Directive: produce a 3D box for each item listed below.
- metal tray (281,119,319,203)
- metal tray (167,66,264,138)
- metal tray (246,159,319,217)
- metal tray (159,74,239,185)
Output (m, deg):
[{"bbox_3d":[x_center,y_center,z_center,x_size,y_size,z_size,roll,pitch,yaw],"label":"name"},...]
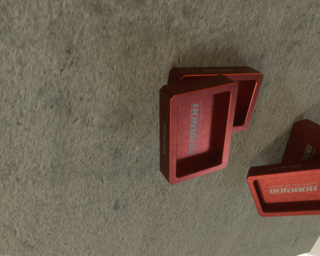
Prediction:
[{"bbox_3d":[0.267,0.060,0.549,0.030,0.090,0.129,-14,125,-28],"label":"metal tray"},{"bbox_3d":[0.071,-0.036,0.422,0.131,0.030,0.089,-6,121,-26],"label":"metal tray"},{"bbox_3d":[0.224,0.104,0.525,0.130,0.030,0.090,-12,111,29],"label":"metal tray"},{"bbox_3d":[0.046,0.003,0.393,0.091,0.030,0.129,-14,125,-21],"label":"metal tray"}]
